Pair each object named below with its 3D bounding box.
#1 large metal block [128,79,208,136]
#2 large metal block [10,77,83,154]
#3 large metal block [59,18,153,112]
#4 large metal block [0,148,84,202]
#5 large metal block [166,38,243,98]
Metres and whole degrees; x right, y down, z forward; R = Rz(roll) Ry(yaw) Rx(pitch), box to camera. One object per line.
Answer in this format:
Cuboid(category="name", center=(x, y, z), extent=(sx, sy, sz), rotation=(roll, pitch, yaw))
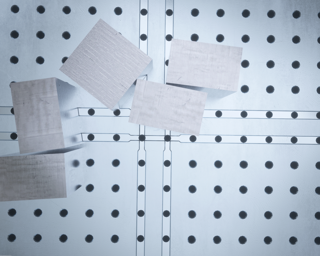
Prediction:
Cuboid(category="large metal block", center=(0.009, -0.023, 0.386), extent=(0.080, 0.080, 0.050), rotation=(11, 90, -1))
Cuboid(category="large metal block", center=(-0.136, -0.014, 0.384), extent=(0.050, 0.080, 0.080), rotation=(-8, 90, 0))
Cuboid(category="large metal block", center=(-0.066, -0.077, 0.400), extent=(0.080, 0.050, 0.080), rotation=(38, 90, -1))
Cuboid(category="large metal block", center=(-0.146, 0.055, 0.384), extent=(0.081, 0.080, 0.050), rotation=(-3, 90, -1))
Cuboid(category="large metal block", center=(0.050, -0.071, 0.387), extent=(0.081, 0.080, 0.050), rotation=(7, 90, -1))
